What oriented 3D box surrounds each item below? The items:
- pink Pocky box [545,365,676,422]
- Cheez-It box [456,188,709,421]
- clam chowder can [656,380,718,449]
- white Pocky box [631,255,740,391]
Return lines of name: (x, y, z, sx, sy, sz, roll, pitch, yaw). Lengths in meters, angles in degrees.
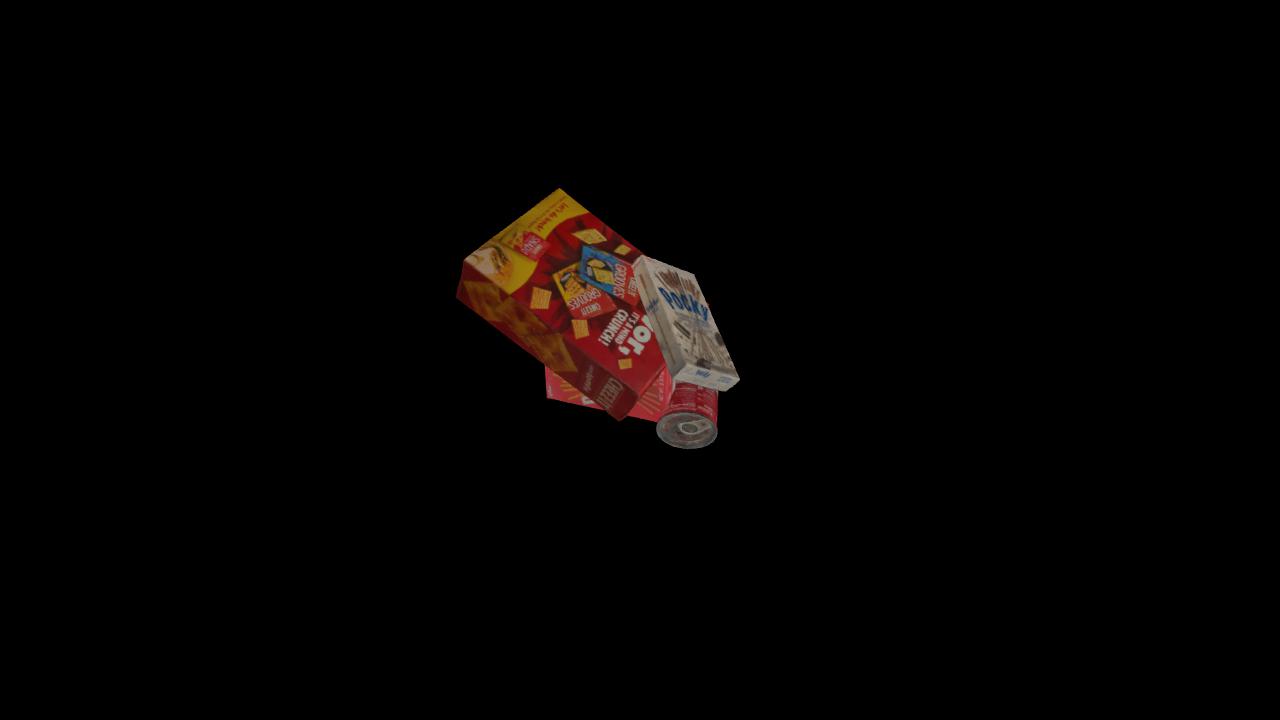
pink Pocky box: (-0.036, 0.017, 0.695, 0.155, 0.084, 0.029, 11, 28, 19)
Cheez-It box: (-0.057, -0.065, 0.666, 0.223, 0.166, 0.071, 37, -39, 2)
clam chowder can: (0.056, 0.041, 0.707, 0.068, 0.102, 0.068, 5, -41, 4)
white Pocky box: (0.046, -0.040, 0.651, 0.084, 0.154, 0.028, 14, -46, -39)
